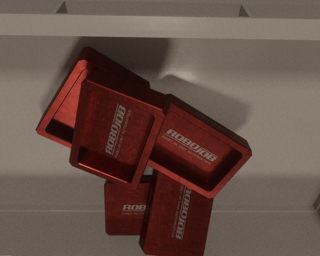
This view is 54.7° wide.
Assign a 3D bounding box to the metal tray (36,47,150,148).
[{"bbox_3d":[-0.084,-0.024,0.383,0.090,0.030,0.129,28,124,-23],"label":"metal tray"}]

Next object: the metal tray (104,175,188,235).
[{"bbox_3d":[-0.018,0.121,0.485,0.131,0.030,0.089,0,105,-1],"label":"metal tray"}]

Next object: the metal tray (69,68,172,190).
[{"bbox_3d":[-0.050,0.007,0.355,0.090,0.030,0.129,22,128,0],"label":"metal tray"}]

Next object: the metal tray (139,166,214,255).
[{"bbox_3d":[0.027,0.118,0.451,0.091,0.030,0.129,12,86,-14],"label":"metal tray"}]

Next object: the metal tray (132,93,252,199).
[{"bbox_3d":[0.040,0.026,0.403,0.131,0.030,0.090,30,112,-12],"label":"metal tray"}]
